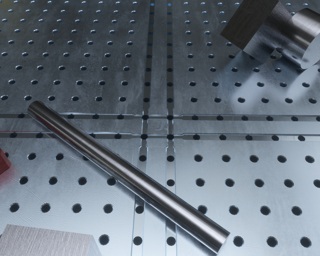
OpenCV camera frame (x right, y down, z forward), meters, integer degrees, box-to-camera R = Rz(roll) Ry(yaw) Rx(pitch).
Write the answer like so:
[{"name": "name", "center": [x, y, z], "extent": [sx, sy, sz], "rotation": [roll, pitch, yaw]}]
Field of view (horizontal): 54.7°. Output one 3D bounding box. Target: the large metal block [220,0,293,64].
[{"name": "large metal block", "center": [0.154, -0.156, 0.483], "extent": [0.080, 0.080, 0.050], "rotation": [8, 33, -50]}]

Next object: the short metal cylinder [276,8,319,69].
[{"name": "short metal cylinder", "center": [0.233, -0.141, 0.492], "extent": [0.081, 0.080, 0.050], "rotation": [-28, 56, -22]}]

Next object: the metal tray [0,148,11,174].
[{"name": "metal tray", "center": [-0.259, 0.053, 0.358], "extent": [0.090, 0.030, 0.131], "rotation": [32, 57, 24]}]

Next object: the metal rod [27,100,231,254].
[{"name": "metal rod", "center": [-0.054, 0.044, 0.369], "extent": [0.300, 0.025, 0.025], "rotation": [31, 57, 23]}]

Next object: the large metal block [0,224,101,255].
[{"name": "large metal block", "center": [-0.106, 0.138, 0.274], "extent": [0.080, 0.050, 0.080], "rotation": [6, 50, 5]}]
